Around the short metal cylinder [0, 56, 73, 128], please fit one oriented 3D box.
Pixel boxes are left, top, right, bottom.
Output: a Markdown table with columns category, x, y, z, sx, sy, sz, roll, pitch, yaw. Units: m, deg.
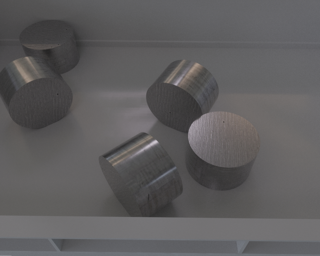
| category | x | y | z | sx | sy | sz | roll | pitch | yaw |
| --- | --- | --- | --- | --- | --- | --- | --- | --- | --- |
| short metal cylinder | -0.164 | -0.046 | 0.407 | 0.081 | 0.080 | 0.050 | -28 | 56 | -21 |

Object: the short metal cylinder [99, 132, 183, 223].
| category | x | y | z | sx | sy | sz | roll | pitch | yaw |
| --- | --- | --- | --- | --- | --- | --- | --- | --- | --- |
| short metal cylinder | -0.021 | 0.051 | 0.326 | 0.050 | 0.080 | 0.080 | -31 | 57 | -23 |

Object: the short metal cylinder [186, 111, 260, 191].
| category | x | y | z | sx | sy | sz | roll | pitch | yaw |
| --- | --- | --- | --- | --- | --- | --- | --- | --- | --- |
| short metal cylinder | 0.072 | 0.026 | 0.367 | 0.080 | 0.050 | 0.080 | 0 | 50 | 0 |

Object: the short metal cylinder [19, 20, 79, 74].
| category | x | y | z | sx | sy | sz | roll | pitch | yaw |
| --- | --- | --- | --- | --- | --- | --- | --- | --- | --- |
| short metal cylinder | -0.175 | -0.129 | 0.496 | 0.080 | 0.050 | 0.080 | 0 | 50 | 0 |

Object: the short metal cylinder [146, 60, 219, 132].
| category | x | y | z | sx | sy | sz | roll | pitch | yaw |
| --- | --- | --- | --- | --- | --- | --- | --- | --- | --- |
| short metal cylinder | 0.029 | -0.041 | 0.404 | 0.080 | 0.080 | 0.050 | 23 | 54 | 18 |
